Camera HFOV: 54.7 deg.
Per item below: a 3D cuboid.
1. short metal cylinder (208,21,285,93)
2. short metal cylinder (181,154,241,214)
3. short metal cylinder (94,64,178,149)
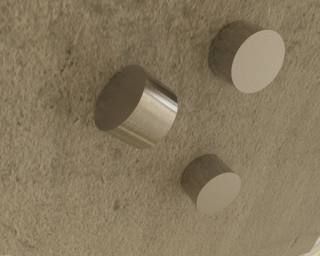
[{"bbox_3d":[0.110,-0.091,0.396,0.081,0.050,0.079,-14,125,-21],"label":"short metal cylinder"},{"bbox_3d":[0.080,0.089,0.492,0.081,0.050,0.079,-14,125,-21],"label":"short metal cylinder"},{"bbox_3d":[-0.027,-0.023,0.343,0.050,0.080,0.080,32,100,-39],"label":"short metal cylinder"}]
